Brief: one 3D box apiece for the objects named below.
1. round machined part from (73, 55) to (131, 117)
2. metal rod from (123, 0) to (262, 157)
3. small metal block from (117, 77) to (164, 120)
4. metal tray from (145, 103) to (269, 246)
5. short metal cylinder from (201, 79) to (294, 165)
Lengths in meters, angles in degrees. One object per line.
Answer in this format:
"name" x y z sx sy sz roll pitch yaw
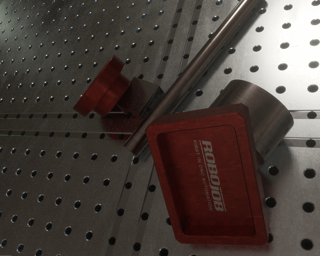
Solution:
"round machined part" -0.080 -0.055 0.451 0.098 0.042 0.098 -47 16 19
"metal rod" 0.053 -0.085 0.431 0.025 0.025 0.300 32 79 37
"small metal block" -0.028 -0.041 0.447 0.050 0.025 0.050 25 75 36
"metal tray" 0.047 0.048 0.294 0.090 0.129 0.030 -8 17 23
"short metal cylinder" 0.091 -0.006 0.328 0.080 0.080 0.050 34 81 38
